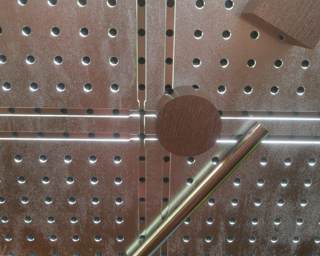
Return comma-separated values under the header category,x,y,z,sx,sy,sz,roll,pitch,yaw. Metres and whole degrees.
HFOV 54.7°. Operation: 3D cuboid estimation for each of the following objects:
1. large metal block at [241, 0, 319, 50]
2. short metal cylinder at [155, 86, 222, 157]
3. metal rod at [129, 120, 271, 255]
category,x,y,z,sx,sy,sz,roll,pitch,yaw
large metal block,0.154,-0.146,0.348,0.080,0.050,0.080,27,108,-10
short metal cylinder,0.034,-0.010,0.397,0.081,0.050,0.079,0,110,-1
metal rod,0.046,0.108,0.454,0.025,0.025,0.299,36,106,-13
